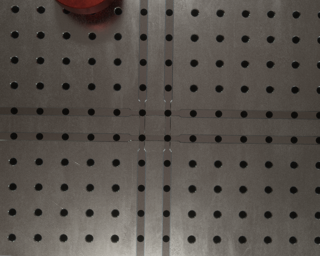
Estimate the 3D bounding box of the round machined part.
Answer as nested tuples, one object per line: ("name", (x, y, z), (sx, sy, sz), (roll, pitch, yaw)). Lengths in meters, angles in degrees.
("round machined part", (-0.098, -0.196, 0.403), (0.099, 0.042, 0.097), (0, 90, -1))
